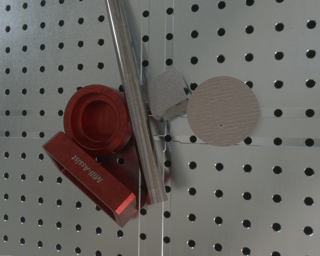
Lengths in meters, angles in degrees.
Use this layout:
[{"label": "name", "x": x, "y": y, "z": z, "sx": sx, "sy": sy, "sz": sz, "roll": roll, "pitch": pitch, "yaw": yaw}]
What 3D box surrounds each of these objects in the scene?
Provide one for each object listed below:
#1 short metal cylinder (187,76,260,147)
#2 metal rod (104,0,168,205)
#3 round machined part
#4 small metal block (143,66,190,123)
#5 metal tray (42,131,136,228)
[{"label": "short metal cylinder", "x": 0.078, "y": -0.019, "z": 0.372, "sx": 0.080, "sy": 0.050, "sz": 0.079, "roll": 0, "pitch": 90, "yaw": 19}, {"label": "metal rod", "x": -0.036, "y": -0.053, "z": 0.402, "sx": 0.025, "sy": 0.025, "sz": 0.299, "roll": -18, "pitch": 76, "yaw": 19}, {"label": "round machined part", "x": -0.080, "y": -0.009, "z": 0.431, "sx": 0.098, "sy": 0.042, "sz": 0.097, "roll": 0, "pitch": 90, "yaw": 19}, {"label": "small metal block", "x": 0.010, "y": -0.043, "z": 0.401, "sx": 0.050, "sy": 0.025, "sz": 0.050, "roll": -29, "pitch": 63, "yaw": 17}, {"label": "metal tray", "x": -0.089, "y": 0.070, "z": 0.408, "sx": 0.130, "sy": 0.090, "sz": 0.030, "roll": 37, "pitch": 66, "yaw": 15}]
